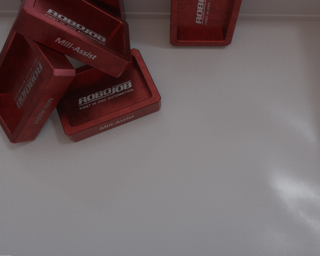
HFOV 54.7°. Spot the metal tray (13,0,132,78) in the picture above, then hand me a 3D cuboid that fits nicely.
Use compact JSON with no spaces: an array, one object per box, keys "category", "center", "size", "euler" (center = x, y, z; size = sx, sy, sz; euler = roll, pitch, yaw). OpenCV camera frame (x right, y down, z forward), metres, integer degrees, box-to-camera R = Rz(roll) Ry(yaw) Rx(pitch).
[{"category":"metal tray","center":[-0.099,-0.125,0.378],"size":[0.131,0.030,0.090],"euler":[21,43,-32]}]

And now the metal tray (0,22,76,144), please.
[{"category":"metal tray","center":[-0.166,-0.054,0.382],"size":[0.129,0.030,0.090],"euler":[-47,72,30]}]

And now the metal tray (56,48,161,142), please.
[{"category":"metal tray","center":[-0.074,-0.046,0.423],"size":[0.131,0.030,0.090],"euler":[-21,72,-8]}]

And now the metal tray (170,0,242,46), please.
[{"category":"metal tray","center":[0.060,-0.168,0.414],"size":[0.091,0.129,0.030],"euler":[0,58,0]}]

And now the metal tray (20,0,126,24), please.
[{"category":"metal tray","center":[-0.118,-0.172,0.436],"size":[0.131,0.090,0.030],"euler":[1,69,0]}]
